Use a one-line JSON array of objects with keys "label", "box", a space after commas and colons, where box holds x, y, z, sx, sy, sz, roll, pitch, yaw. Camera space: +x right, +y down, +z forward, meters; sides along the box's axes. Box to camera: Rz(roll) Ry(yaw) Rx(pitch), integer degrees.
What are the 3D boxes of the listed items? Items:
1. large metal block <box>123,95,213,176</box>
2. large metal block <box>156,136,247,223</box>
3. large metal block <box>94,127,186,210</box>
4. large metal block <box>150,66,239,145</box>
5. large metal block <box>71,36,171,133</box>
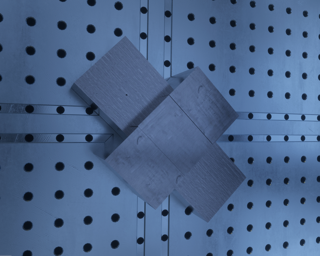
[{"label": "large metal block", "box": [0.005, 0.009, 0.387, 0.050, 0.080, 0.080, -46, 105, -14]}, {"label": "large metal block", "box": [0.054, 0.065, 0.421, 0.080, 0.050, 0.080, -45, 105, -14]}, {"label": "large metal block", "box": [-0.028, 0.044, 0.374, 0.050, 0.080, 0.080, -46, 105, -14]}, {"label": "large metal block", "box": [0.040, -0.026, 0.400, 0.050, 0.080, 0.080, -46, 105, -14]}, {"label": "large metal block", "box": [-0.048, -0.050, 0.379, 0.080, 0.050, 0.080, -47, 105, -13]}]
